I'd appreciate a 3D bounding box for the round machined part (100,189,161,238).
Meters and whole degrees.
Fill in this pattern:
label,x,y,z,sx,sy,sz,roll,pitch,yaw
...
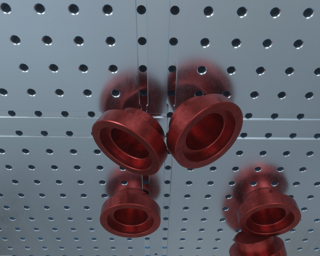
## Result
label,x,y,z,sx,sy,sz,roll,pitch,yaw
round machined part,-0.048,0.139,0.518,0.099,0.042,0.097,0,130,0

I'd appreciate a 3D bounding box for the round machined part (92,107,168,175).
label,x,y,z,sx,sy,sz,roll,pitch,yaw
round machined part,-0.033,0.013,0.393,0.098,0.042,0.098,22,144,17

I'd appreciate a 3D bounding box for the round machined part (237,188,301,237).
label,x,y,z,sx,sy,sz,roll,pitch,yaw
round machined part,0.178,0.138,0.519,0.099,0.042,0.097,0,130,0

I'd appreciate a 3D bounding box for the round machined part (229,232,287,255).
label,x,y,z,sx,sy,sz,roll,pitch,yaw
round machined part,0.173,0.213,0.559,0.098,0.098,0.042,-16,91,13

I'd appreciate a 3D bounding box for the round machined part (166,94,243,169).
label,x,y,z,sx,sy,sz,roll,pitch,yaw
round machined part,0.050,0.000,0.383,0.099,0.042,0.097,-19,134,-22
